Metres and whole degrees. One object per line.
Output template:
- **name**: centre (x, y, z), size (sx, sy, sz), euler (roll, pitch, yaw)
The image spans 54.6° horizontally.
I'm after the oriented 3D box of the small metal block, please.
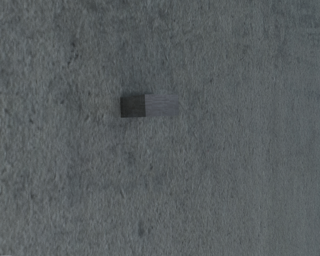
- **small metal block**: centre (-0.013, -0.026, 0.377), size (0.050, 0.050, 0.025), euler (-5, 93, -40)
